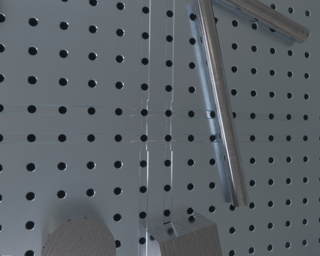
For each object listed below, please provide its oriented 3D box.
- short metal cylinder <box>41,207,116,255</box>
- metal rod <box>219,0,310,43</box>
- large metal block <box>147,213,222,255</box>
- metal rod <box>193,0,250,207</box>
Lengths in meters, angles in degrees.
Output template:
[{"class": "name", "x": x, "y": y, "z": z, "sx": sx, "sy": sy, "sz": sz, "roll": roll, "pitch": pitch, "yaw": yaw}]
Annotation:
[{"class": "short metal cylinder", "x": -0.097, "y": 0.139, "z": 0.364, "sx": 0.081, "sy": 0.050, "sz": 0.080, "roll": 0, "pitch": 90, "yaw": -20}, {"class": "metal rod", "x": 0.095, "y": -0.194, "z": 0.447, "sx": 0.302, "sy": 0.025, "sz": 0.025, "roll": 19, "pitch": 84, "yaw": -19}, {"class": "large metal block", "x": 0.035, "y": 0.170, "z": 0.412, "sx": 0.081, "sy": 0.050, "sz": 0.080, "roll": -12, "pitch": 94, "yaw": -20}, {"class": "metal rod", "x": 0.089, "y": -0.034, "z": 0.444, "sx": 0.025, "sy": 0.025, "sz": 0.298, "roll": -13, "pitch": 95, "yaw": -20}]
